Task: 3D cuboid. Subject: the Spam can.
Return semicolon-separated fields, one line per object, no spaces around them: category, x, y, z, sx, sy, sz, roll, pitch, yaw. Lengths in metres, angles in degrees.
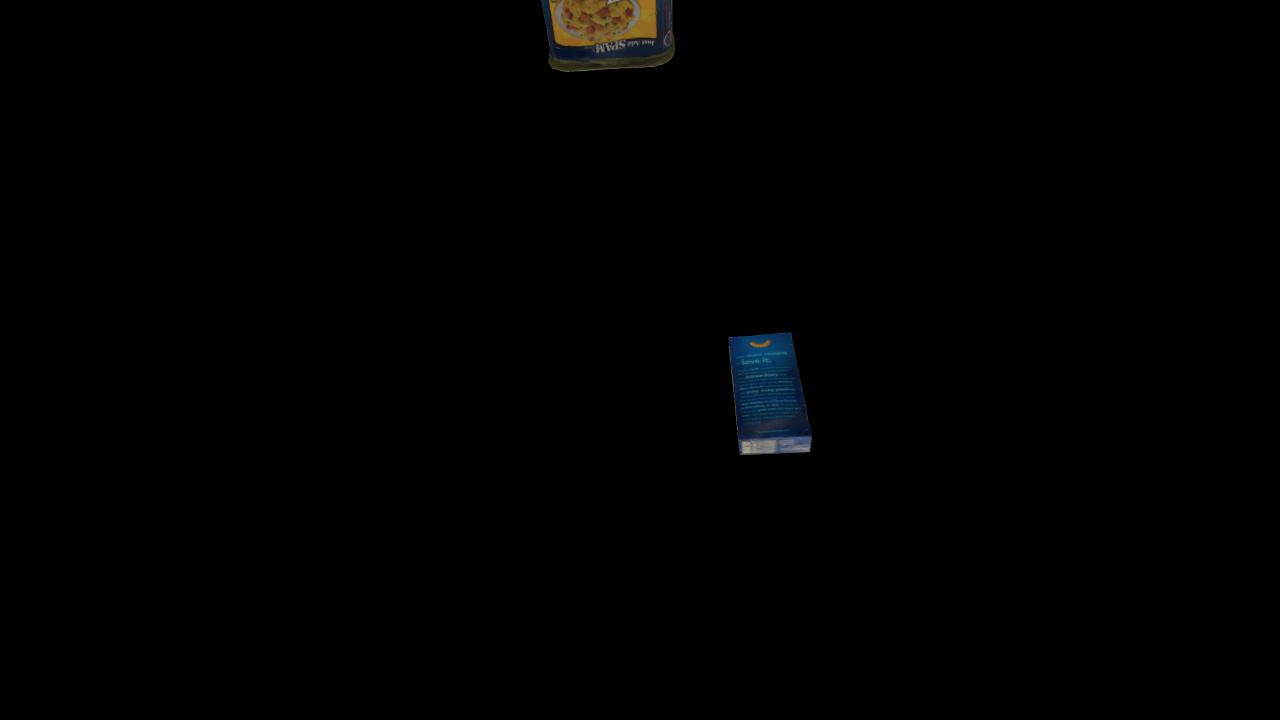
Spam can;-0.025;-0.273;0.461;0.101;0.058;0.085;-3;-34;2

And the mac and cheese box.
mac and cheese box;0.173;0.042;0.841;0.093;0.184;0.041;-5;-43;9
